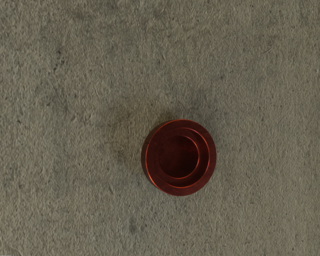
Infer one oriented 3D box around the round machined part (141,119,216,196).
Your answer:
[{"bbox_3d":[0.021,0.037,0.410,0.099,0.042,0.097,0,90,-21],"label":"round machined part"}]
